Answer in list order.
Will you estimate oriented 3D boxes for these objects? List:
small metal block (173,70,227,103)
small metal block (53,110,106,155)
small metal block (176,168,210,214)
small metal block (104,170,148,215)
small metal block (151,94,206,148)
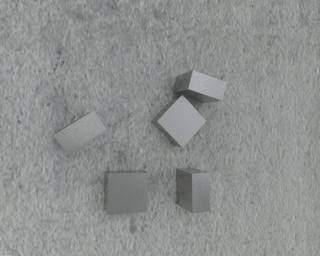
[{"bbox_3d":[0.052,-0.054,0.416,0.050,0.050,0.025,16,85,-20],"label":"small metal block"},{"bbox_3d":[-0.095,0.004,0.361,0.050,0.050,0.025,-35,102,-17],"label":"small metal block"},{"bbox_3d":[0.043,0.081,0.413,0.025,0.050,0.050,-1,91,-20],"label":"small metal block"},{"bbox_3d":[-0.044,0.081,0.394,0.050,0.025,0.050,1,90,-21],"label":"small metal block"},{"bbox_3d":[0.025,-0.009,0.420,0.050,0.025,0.050,46,75,-15],"label":"small metal block"}]
